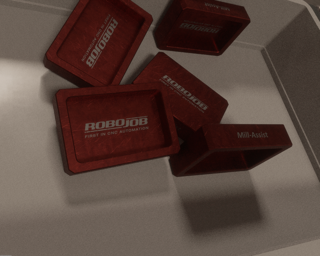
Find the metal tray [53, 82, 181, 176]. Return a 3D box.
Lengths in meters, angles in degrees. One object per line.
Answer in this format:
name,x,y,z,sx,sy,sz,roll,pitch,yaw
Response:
metal tray,-0.048,-0.002,0.356,0.131,0.030,0.090,-8,81,-26

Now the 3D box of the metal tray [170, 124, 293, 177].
metal tray,0.089,0.029,0.396,0.131,0.090,0.030,0,62,-29

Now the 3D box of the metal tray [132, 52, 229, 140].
metal tray,0.028,-0.041,0.444,0.130,0.030,0.090,36,51,-4

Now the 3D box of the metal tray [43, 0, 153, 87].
metal tray,-0.076,-0.113,0.396,0.090,0.030,0.130,31,71,-19

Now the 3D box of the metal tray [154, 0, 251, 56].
metal tray,0.068,-0.162,0.501,0.131,0.090,0.030,-2,63,-30
